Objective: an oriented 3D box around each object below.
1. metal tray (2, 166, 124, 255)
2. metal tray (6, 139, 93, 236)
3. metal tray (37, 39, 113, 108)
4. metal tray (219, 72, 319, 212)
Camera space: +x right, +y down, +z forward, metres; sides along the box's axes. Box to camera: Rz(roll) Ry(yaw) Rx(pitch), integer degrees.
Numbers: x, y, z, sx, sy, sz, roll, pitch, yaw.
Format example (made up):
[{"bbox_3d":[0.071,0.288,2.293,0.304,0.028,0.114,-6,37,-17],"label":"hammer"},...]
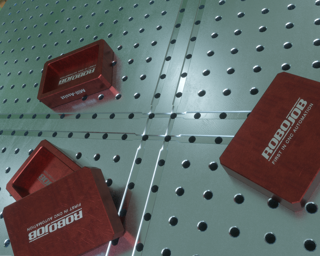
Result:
[{"bbox_3d":[-0.119,0.114,0.377,0.130,0.030,0.090,-27,75,10],"label":"metal tray"},{"bbox_3d":[-0.150,0.081,0.435,0.130,0.030,0.090,27,76,37],"label":"metal tray"},{"bbox_3d":[-0.147,-0.094,0.541,0.130,0.030,0.090,-16,55,19],"label":"metal tray"},{"bbox_3d":[0.137,0.009,0.328,0.090,0.030,0.130,29,77,37],"label":"metal tray"}]
